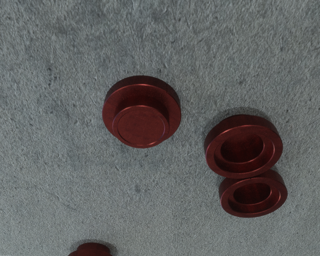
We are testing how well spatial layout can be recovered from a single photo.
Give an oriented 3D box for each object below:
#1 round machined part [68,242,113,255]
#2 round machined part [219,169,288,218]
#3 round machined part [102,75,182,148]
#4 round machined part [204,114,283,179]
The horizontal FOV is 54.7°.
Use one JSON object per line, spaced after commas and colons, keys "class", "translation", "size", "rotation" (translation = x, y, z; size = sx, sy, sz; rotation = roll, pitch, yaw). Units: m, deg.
{"class": "round machined part", "translation": [-0.137, 0.266, 0.621], "size": [0.099, 0.042, 0.097], "rotation": [0, 130, 0]}
{"class": "round machined part", "translation": [0.139, 0.092, 0.476], "size": [0.099, 0.042, 0.097], "rotation": [0, 130, 0]}
{"class": "round machined part", "translation": [-0.023, -0.013, 0.385], "size": [0.099, 0.042, 0.097], "rotation": [0, 130, 0]}
{"class": "round machined part", "translation": [0.108, 0.020, 0.414], "size": [0.099, 0.042, 0.097], "rotation": [0, 130, 0]}
